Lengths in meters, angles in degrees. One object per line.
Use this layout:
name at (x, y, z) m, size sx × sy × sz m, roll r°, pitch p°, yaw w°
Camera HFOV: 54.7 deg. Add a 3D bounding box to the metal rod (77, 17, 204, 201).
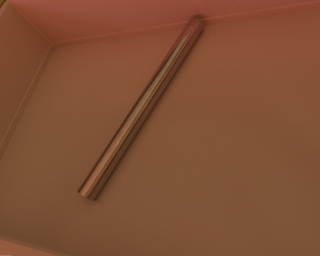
metal rod at (-0.020, -0.036, 0.436) m, size 0.025 × 0.025 × 0.300 m, roll 22°, pitch 73°, yaw 35°
